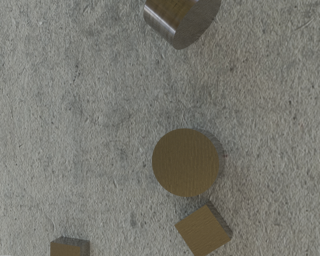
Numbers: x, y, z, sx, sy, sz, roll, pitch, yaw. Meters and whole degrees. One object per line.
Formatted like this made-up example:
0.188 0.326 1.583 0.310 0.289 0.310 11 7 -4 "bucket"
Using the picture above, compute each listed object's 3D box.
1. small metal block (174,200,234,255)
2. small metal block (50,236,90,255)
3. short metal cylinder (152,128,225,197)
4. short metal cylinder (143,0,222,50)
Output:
0.055 0.127 0.389 0.050 0.025 0.050 -38 78 15 "small metal block"
-0.132 0.191 0.454 0.050 0.025 0.050 1 90 19 "small metal block"
0.037 0.040 0.382 0.080 0.050 0.079 0 90 19 "short metal cylinder"
0.027 -0.141 0.370 0.050 0.080 0.080 45 104 14 "short metal cylinder"
